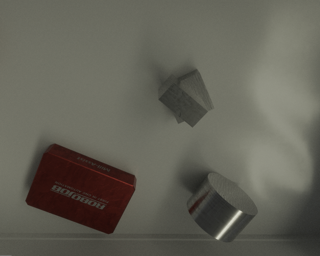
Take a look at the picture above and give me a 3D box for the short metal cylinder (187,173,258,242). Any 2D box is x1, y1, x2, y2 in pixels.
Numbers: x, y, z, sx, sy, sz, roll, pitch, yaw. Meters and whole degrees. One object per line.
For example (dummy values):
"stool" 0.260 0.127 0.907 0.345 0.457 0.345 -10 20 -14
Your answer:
"short metal cylinder" 0.084 0.107 0.423 0.080 0.080 0.050 31 107 -11

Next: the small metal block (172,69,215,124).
"small metal block" 0.036 -0.040 0.397 0.050 0.025 0.050 -23 109 8

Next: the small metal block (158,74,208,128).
"small metal block" 0.025 -0.033 0.360 0.050 0.050 0.025 39 106 -13

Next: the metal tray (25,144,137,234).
"metal tray" -0.110 0.088 0.440 0.131 0.030 0.089 24 108 -9
